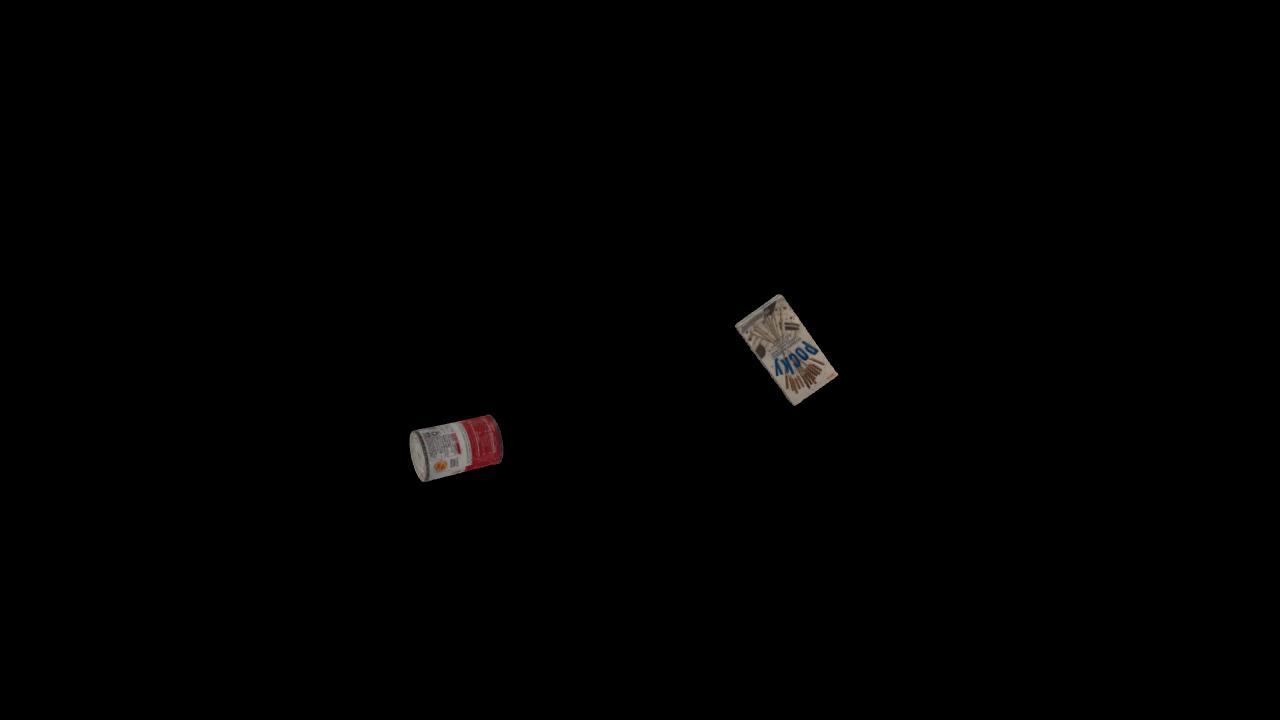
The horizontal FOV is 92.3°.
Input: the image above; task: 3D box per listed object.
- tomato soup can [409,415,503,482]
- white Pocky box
[{"bbox_3d":[-0.236,0.113,0.792,0.101,0.068,0.068,-11,6,-35],"label":"tomato soup can"},{"bbox_3d":[0.221,-0.015,0.929,0.084,0.154,0.028,-36,9,7],"label":"white Pocky box"}]
